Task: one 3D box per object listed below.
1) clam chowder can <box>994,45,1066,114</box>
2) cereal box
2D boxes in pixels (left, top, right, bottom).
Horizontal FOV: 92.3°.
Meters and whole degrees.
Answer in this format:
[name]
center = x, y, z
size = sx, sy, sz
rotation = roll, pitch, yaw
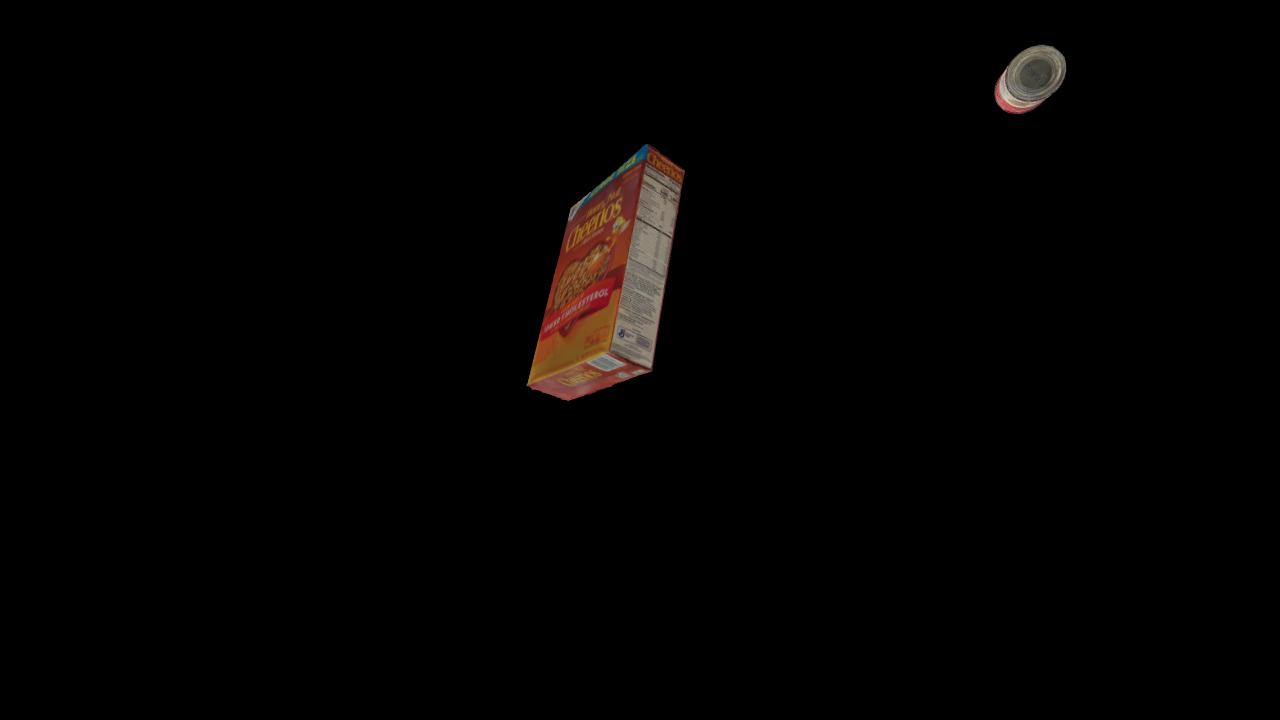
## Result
[clam chowder can]
center = 0.512, -0.368, 0.811
size = 0.068, 0.068, 0.102
rotation = 0, 12, 24
[cereal box]
center = -0.047, -0.112, 0.833
size = 0.081, 0.306, 0.203
rotation = 23, -26, -31
